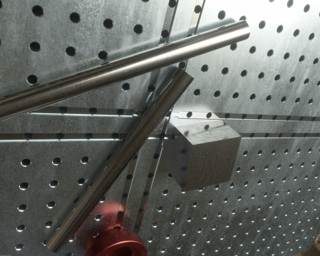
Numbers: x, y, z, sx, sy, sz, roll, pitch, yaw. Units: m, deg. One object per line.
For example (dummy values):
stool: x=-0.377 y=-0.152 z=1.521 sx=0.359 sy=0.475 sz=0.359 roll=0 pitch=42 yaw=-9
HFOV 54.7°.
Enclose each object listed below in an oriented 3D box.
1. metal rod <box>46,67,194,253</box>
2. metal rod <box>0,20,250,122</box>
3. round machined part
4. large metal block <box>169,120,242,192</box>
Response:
metal rod: x=-0.057 y=0.048 z=0.410 sx=0.025 sy=0.025 sz=0.299 roll=31 pitch=101 yaw=-38
metal rod: x=-0.028 y=-0.071 z=0.352 sx=0.302 sy=0.025 sz=0.025 roll=-22 pitch=127 yaw=-16
round machined part: x=-0.073 y=0.197 z=0.484 sx=0.099 sy=0.042 sz=0.097 roll=-14 pitch=125 yaw=-21
large metal block: x=0.064 y=0.039 z=0.457 sx=0.081 sy=0.050 sz=0.079 roll=-8 pitch=122 yaw=-25
